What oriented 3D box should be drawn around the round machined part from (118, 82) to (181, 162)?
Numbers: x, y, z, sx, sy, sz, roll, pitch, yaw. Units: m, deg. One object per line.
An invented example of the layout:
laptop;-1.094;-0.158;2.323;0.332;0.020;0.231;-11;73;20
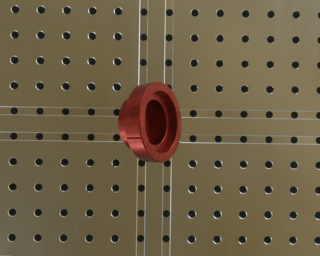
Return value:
round machined part;-0.015;-0.006;0.385;0.042;0.099;0.097;-2;90;31
